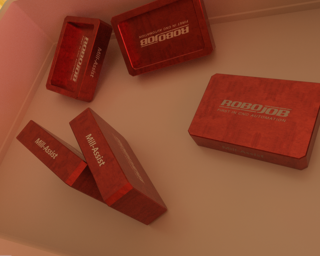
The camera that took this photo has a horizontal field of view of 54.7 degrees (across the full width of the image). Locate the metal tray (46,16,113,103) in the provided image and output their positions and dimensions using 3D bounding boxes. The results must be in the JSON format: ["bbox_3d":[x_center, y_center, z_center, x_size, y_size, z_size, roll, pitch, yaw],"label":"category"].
[{"bbox_3d":[-0.136,-0.116,0.514,0.090,0.030,0.129,19,94,35],"label":"metal tray"}]

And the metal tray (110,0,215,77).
[{"bbox_3d":[0.004,-0.135,0.445,0.130,0.090,0.030,-12,17,21],"label":"metal tray"}]

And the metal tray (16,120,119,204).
[{"bbox_3d":[-0.114,0.044,0.396,0.130,0.090,0.030,28,77,37],"label":"metal tray"}]

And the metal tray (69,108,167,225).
[{"bbox_3d":[-0.050,0.043,0.363,0.030,0.090,0.130,-39,51,3],"label":"metal tray"}]

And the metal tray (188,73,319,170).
[{"bbox_3d":[0.108,-0.013,0.354,0.130,0.030,0.090,13,68,33],"label":"metal tray"}]
